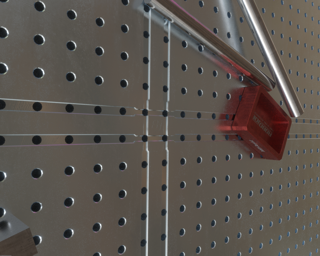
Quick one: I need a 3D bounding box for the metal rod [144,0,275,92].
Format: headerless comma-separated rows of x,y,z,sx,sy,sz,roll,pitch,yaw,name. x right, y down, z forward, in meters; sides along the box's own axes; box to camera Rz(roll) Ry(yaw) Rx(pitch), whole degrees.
0.097,-0.126,0.492,0.302,0.025,0.025,23,76,-38,metal rod

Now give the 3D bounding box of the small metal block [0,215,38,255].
-0.145,0.105,0.273,0.050,0.050,0.025,-21,104,-38,small metal block

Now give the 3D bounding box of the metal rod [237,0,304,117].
0.186,-0.149,0.546,0.025,0.025,0.299,-42,109,-32,metal rod

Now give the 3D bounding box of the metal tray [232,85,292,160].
0.191,-0.007,0.569,0.130,0.030,0.090,35,68,-35,metal tray
